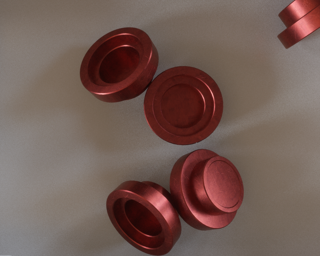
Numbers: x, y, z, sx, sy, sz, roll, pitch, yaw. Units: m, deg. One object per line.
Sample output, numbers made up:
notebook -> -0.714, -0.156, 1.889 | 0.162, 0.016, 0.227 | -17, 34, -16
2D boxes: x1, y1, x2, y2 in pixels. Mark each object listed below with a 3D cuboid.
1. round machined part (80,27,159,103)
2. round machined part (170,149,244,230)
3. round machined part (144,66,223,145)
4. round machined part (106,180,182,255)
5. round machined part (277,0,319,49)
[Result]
round machined part -> -0.046, -0.074, 0.387 | 0.098, 0.042, 0.098 | -10, 61, 19
round machined part -> 0.063, 0.072, 0.376 | 0.099, 0.042, 0.098 | 17, 60, -32
round machined part -> 0.028, -0.028, 0.401 | 0.099, 0.042, 0.097 | 0, 92, -3
round machined part -> -0.016, 0.106, 0.386 | 0.098, 0.042, 0.097 | 18, 126, 27
round machined part -> 0.186, -0.143, 0.376 | 0.098, 0.098, 0.042 | -35, 90, 0
